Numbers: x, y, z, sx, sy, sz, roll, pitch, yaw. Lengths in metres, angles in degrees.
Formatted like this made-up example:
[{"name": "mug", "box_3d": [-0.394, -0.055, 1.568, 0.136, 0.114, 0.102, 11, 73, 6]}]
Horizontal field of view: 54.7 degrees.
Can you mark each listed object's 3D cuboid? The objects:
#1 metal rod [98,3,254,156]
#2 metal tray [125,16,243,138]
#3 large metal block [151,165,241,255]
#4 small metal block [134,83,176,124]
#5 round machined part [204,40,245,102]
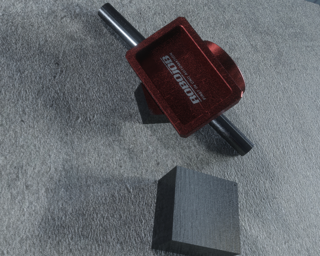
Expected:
[{"name": "metal rod", "box_3d": [0.022, -0.073, 0.459, 0.300, 0.025, 0.025, 45, 51, 3]}, {"name": "metal tray", "box_3d": [0.029, -0.064, 0.392, 0.090, 0.030, 0.130, -34, 79, -1]}, {"name": "large metal block", "box_3d": [0.041, 0.098, 0.350, 0.081, 0.050, 0.080, 18, 55, -18]}, {"name": "small metal block", "box_3d": [-0.002, -0.034, 0.423, 0.050, 0.025, 0.050, -4, 64, -30]}, {"name": "round machined part", "box_3d": [0.074, -0.075, 0.453, 0.042, 0.098, 0.098, -39, 83, -7]}]
